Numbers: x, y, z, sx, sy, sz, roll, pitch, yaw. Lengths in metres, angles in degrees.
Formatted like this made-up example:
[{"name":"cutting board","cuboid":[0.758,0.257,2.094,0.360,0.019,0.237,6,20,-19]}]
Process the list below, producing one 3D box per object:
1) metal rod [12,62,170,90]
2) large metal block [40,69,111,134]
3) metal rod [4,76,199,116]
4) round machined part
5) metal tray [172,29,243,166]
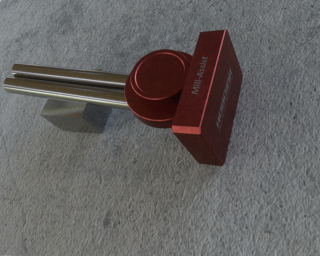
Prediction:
[{"name":"metal rod","cuboid":[-0.072,-0.065,0.424,0.301,0.025,0.025,9,65,17]},{"name":"large metal block","cuboid":[-0.120,-0.040,0.470,0.080,0.050,0.080,4,63,29]},{"name":"metal rod","cuboid":[-0.080,-0.041,0.414,0.301,0.025,0.025,9,66,18]},{"name":"round machined part","cuboid":[0.005,-0.052,0.360,0.098,0.042,0.098,-6,63,13]},{"name":"metal tray","cuboid":[0.059,-0.033,0.351,0.030,0.090,0.130,4,63,30]}]
